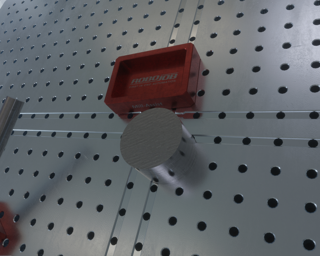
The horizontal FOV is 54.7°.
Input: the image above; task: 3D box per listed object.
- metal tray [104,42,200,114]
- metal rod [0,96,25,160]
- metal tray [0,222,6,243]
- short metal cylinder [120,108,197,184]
[{"bbox_3d":[-0.011,-0.071,0.454,0.130,0.030,0.090,-4,60,26],"label":"metal tray"},{"bbox_3d":[-0.265,0.096,0.440,0.025,0.025,0.299,21,87,35],"label":"metal rod"},{"bbox_3d":[-0.298,0.167,0.443,0.130,0.030,0.090,-40,50,-14],"label":"metal tray"},{"bbox_3d":[-0.001,0.022,0.379,0.080,0.050,0.080,-13,56,21],"label":"short metal cylinder"}]
